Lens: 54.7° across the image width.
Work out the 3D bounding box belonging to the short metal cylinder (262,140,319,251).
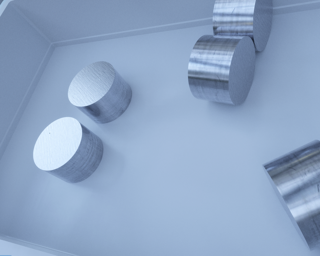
[{"bbox_3d":[0.131,0.057,0.267,0.050,0.080,0.080,-28,52,10],"label":"short metal cylinder"}]

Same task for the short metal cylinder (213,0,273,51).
[{"bbox_3d":[0.108,-0.140,0.399,0.050,0.080,0.080,11,67,32],"label":"short metal cylinder"}]

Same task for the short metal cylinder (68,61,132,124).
[{"bbox_3d":[-0.090,-0.053,0.468,0.080,0.050,0.080,-13,56,20],"label":"short metal cylinder"}]

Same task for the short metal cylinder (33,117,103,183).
[{"bbox_3d":[-0.128,0.031,0.436,0.080,0.050,0.080,-13,56,20],"label":"short metal cylinder"}]

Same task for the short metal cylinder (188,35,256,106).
[{"bbox_3d":[0.076,-0.070,0.373,0.050,0.080,0.080,13,69,33],"label":"short metal cylinder"}]
